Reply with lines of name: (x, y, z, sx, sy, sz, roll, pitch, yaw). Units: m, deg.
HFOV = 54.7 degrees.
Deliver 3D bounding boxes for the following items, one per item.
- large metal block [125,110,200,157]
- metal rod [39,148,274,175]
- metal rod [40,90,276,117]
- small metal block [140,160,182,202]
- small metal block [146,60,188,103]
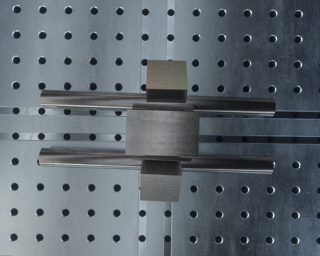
large metal block: (0.003, 0.006, 0.381, 0.081, 0.080, 0.050, 2, 90, 0)
metal rod: (-0.004, 0.044, 0.410, 0.302, 0.025, 0.025, 2, 90, -1)
metal rod: (-0.002, -0.032, 0.409, 0.302, 0.025, 0.025, 2, 90, -1)
small metal block: (0.001, 0.068, 0.398, 0.050, 0.025, 0.050, 3, 128, -1)
small metal block: (0.008, -0.060, 0.398, 0.050, 0.025, 0.050, 1, 56, -1)
